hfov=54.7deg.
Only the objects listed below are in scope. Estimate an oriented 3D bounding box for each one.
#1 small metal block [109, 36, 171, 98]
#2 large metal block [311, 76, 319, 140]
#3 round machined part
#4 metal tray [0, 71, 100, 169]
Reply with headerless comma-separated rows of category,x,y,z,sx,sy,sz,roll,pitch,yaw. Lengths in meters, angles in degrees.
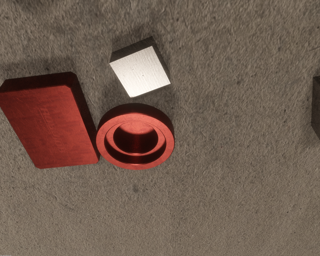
small metal block,-0.021,-0.068,0.349,0.050,0.025,0.050,-19,128,15
large metal block,0.235,-0.025,0.373,0.080,0.050,0.080,-12,129,10
round machined part,-0.031,0.006,0.401,0.099,0.042,0.097,-1,130,0
metal tray,-0.136,-0.005,0.398,0.091,0.030,0.129,-6,130,5
